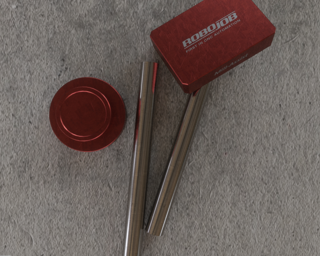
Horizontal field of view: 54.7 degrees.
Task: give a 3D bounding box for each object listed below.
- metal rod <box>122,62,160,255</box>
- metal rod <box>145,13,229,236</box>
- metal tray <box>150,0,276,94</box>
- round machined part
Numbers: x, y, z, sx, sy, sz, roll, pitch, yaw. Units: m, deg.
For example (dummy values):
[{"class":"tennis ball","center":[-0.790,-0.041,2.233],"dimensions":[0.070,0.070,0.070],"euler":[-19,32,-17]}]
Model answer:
[{"class":"metal rod","center":[-0.027,0.063,0.409],"dimensions":[0.025,0.025,0.298],"euler":[6,90,-1]},{"class":"metal rod","center":[0.038,-0.005,0.410],"dimensions":[0.025,0.025,0.298],"euler":[18,90,-1]},{"class":"metal tray","center":[0.065,-0.114,0.394],"dimensions":[0.130,0.030,0.090],"euler":[-31,71,-1]},{"class":"round machined part","center":[-0.094,-0.018,0.400],"dimensions":[0.099,0.042,0.097],"euler":[0,90,-1]}]
